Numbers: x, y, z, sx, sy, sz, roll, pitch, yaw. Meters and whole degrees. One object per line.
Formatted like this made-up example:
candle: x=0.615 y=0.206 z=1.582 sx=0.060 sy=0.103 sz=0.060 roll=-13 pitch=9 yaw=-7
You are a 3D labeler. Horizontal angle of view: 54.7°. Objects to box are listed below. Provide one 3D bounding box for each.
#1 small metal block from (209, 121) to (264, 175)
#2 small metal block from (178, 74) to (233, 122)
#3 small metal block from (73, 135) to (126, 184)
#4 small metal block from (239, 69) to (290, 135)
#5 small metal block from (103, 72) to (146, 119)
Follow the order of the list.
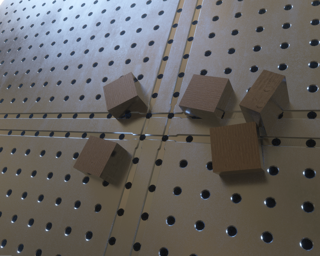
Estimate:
small metal block: x=0.084 y=0.023 z=0.342 sx=0.050 sy=0.025 sz=0.050 roll=-9 pitch=72 yaw=23
small metal block: x=0.060 y=-0.039 z=0.400 sx=0.050 sy=0.025 sz=0.050 roll=14 pitch=69 yaw=33
small metal block: x=-0.082 y=0.042 z=0.424 sx=0.050 sy=0.025 sz=0.050 roll=13 pitch=68 yaw=33
small metal block: x=0.118 y=-0.028 z=0.347 sx=0.025 sy=0.050 sz=0.050 roll=29 pitch=77 yaw=37
small metal block: x=-0.054 y=-0.049 z=0.465 sx=0.050 sy=0.025 sz=0.050 roll=-26 pitch=53 yaw=12
